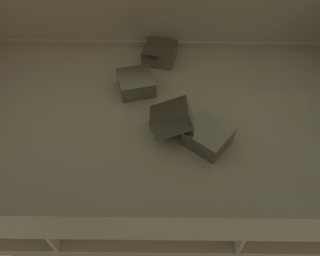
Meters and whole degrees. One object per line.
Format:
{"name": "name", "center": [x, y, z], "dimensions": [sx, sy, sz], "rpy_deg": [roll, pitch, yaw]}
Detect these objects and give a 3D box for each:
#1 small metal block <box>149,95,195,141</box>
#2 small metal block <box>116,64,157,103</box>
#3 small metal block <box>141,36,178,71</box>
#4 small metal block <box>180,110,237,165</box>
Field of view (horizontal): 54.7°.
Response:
{"name": "small metal block", "center": [0.015, -0.014, 0.398], "dimensions": [0.050, 0.025, 0.050], "rpy_deg": [-17, 31, 11]}
{"name": "small metal block", "center": [-0.036, -0.067, 0.461], "dimensions": [0.050, 0.025, 0.050], "rpy_deg": [-11, 51, -10]}
{"name": "small metal block", "center": [0.000, -0.123, 0.508], "dimensions": [0.050, 0.025, 0.050], "rpy_deg": [10, 51, 8]}
{"name": "small metal block", "center": [0.062, 0.011, 0.397], "dimensions": [0.050, 0.025, 0.050], "rpy_deg": [32, 57, 23]}
